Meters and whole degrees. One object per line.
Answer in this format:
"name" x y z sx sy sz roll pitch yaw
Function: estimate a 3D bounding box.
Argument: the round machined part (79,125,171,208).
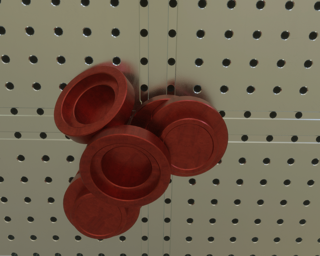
"round machined part" -0.036 0.039 0.350 0.098 0.042 0.097 1 118 2

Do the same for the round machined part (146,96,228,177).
"round machined part" 0.031 0.015 0.364 0.099 0.042 0.097 0 110 0

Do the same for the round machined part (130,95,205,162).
"round machined part" 0.010 0.011 0.386 0.099 0.042 0.097 0 110 0

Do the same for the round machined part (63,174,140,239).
"round machined part" -0.074 0.101 0.396 0.099 0.042 0.097 0 110 0

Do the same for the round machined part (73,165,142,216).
"round machined part" -0.067 0.085 0.413 0.099 0.042 0.097 0 110 0

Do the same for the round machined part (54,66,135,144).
"round machined part" -0.074 -0.024 0.375 0.098 0.098 0.042 -26 143 9
